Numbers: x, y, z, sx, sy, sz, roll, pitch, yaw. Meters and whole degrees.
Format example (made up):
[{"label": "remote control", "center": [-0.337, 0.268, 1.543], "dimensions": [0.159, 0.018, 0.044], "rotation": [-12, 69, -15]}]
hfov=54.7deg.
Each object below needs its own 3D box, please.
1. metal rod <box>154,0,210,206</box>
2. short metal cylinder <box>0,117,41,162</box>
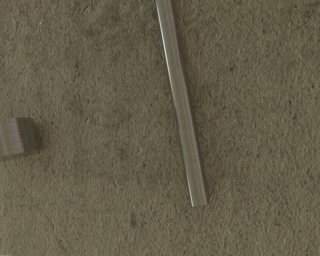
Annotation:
[{"label": "metal rod", "center": [0.025, -0.051, 0.399], "dimensions": [0.025, 0.025, 0.298], "rotation": [-11, 86, 19]}, {"label": "short metal cylinder", "center": [-0.224, 0.019, 0.457], "dimensions": [0.080, 0.080, 0.050], "rotation": [-16, 85, 19]}]
